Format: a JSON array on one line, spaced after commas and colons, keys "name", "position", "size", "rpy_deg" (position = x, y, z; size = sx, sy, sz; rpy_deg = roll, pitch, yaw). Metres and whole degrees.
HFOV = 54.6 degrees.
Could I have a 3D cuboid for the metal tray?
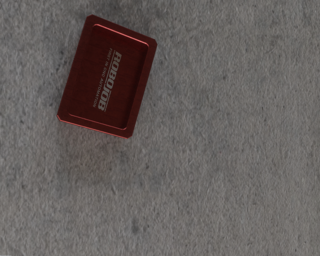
[{"name": "metal tray", "position": [-0.064, -0.060, 0.382], "size": [0.091, 0.030, 0.129], "rpy_deg": [17, 84, -19]}]
